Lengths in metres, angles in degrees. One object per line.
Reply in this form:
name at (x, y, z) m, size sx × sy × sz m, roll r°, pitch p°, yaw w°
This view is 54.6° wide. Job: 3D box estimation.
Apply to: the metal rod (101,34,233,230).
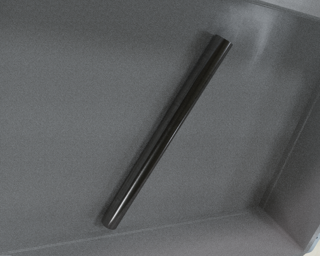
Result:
metal rod at (0.002, 0.015, 0.415) m, size 0.025 × 0.025 × 0.299 m, roll 22°, pitch 107°, yaw -36°
